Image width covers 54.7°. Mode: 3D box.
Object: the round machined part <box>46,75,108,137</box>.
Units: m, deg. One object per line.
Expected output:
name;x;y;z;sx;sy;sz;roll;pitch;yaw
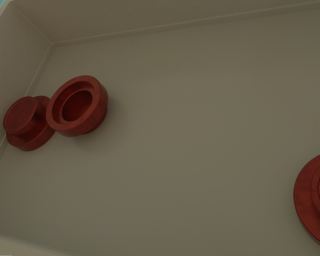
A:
round machined part;-0.121;-0.029;0.474;0.098;0.042;0.098;-13;56;20

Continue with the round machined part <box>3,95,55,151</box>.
round machined part;-0.219;-0.014;0.515;0.098;0.042;0.098;-13;56;20

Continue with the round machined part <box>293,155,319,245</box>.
round machined part;0.169;0.061;0.269;0.098;0.042;0.098;-13;56;20
